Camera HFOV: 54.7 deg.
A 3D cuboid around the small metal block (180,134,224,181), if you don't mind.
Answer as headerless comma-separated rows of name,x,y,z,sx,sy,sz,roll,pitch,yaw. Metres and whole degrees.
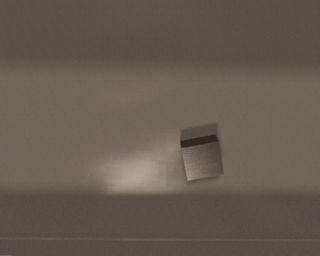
small metal block,0.058,0.040,0.427,0.050,0.025,0.050,-11,110,3
